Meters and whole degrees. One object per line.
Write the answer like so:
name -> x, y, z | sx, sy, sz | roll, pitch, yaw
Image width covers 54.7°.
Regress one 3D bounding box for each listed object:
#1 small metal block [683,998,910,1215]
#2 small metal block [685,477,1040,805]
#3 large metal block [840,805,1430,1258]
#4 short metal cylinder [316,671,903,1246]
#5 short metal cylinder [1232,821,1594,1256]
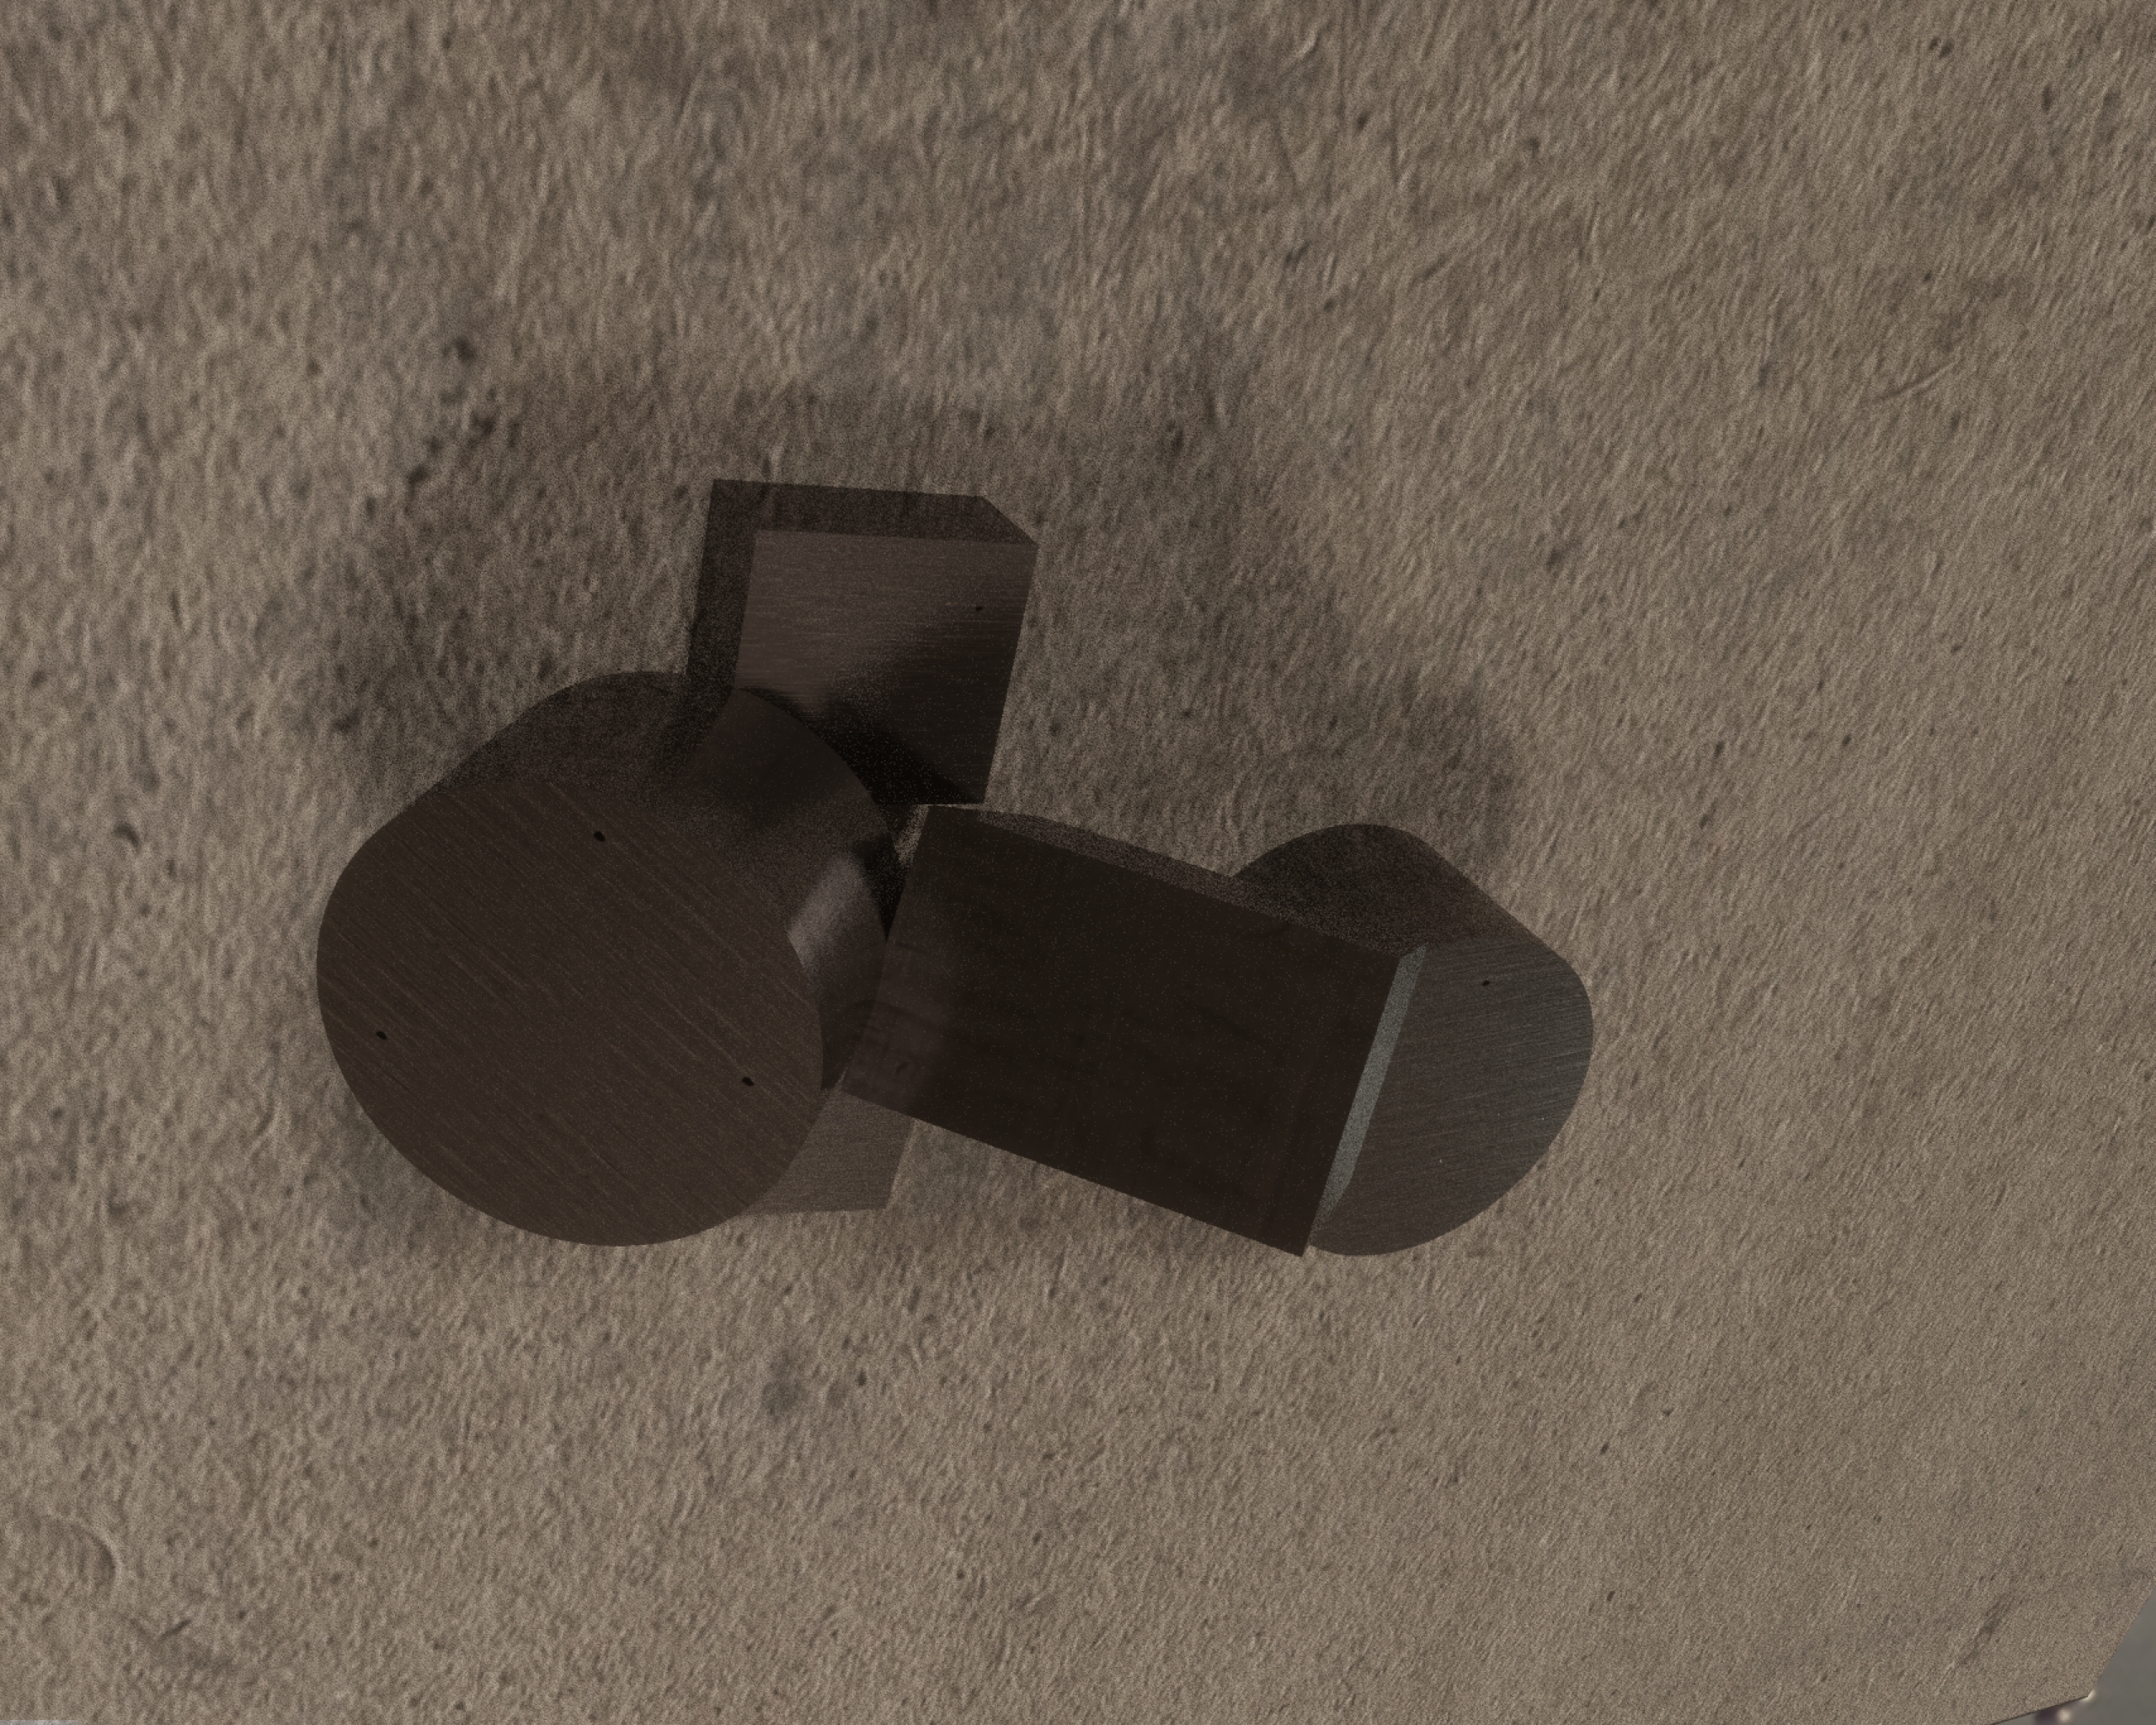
small metal block -> -0.059, 0.040, 0.402 | 0.050, 0.025, 0.050 | 3, 117, -30
small metal block -> -0.039, -0.038, 0.364 | 0.050, 0.025, 0.050 | -1, 119, -28
large metal block -> 0.014, 0.027, 0.374 | 0.080, 0.080, 0.050 | 1, 107, -77
short metal cylinder -> -0.073, 0.015, 0.339 | 0.080, 0.050, 0.079 | 4, 114, 9
short metal cylinder -> 0.063, 0.038, 0.452 | 0.081, 0.050, 0.079 | -14, 125, -21
